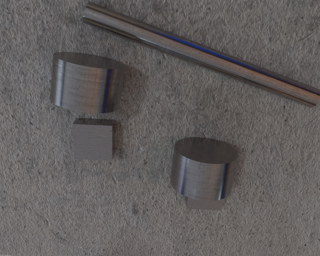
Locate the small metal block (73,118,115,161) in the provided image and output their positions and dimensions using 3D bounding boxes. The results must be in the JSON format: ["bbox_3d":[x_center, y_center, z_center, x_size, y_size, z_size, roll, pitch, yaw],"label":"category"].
[{"bbox_3d":[-0.087,0.015,0.415,0.050,0.025,0.050,3,110,-1],"label":"small metal block"}]

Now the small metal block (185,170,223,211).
[{"bbox_3d":[0.065,0.089,0.443,0.050,0.025,0.050,4,110,-2],"label":"small metal block"}]

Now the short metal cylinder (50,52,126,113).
[{"bbox_3d":[-0.084,-0.054,0.360,0.081,0.080,0.050,10,110,-4],"label":"short metal cylinder"}]

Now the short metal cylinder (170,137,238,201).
[{"bbox_3d":[0.056,0.050,0.400,0.081,0.080,0.050,5,110,-2],"label":"short metal cylinder"}]

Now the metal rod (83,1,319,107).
[{"bbox_3d":[0.057,-0.086,0.378,0.302,0.025,0.025,19,109,-7],"label":"metal rod"}]
